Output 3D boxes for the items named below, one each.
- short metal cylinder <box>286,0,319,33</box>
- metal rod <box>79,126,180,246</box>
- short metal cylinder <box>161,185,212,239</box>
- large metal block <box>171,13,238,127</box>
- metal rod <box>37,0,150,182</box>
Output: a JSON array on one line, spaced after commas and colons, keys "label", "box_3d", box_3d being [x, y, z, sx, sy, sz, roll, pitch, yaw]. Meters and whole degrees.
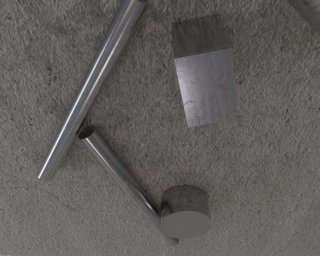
[{"label": "short metal cylinder", "box_3d": [0.151, -0.129, 0.263, 0.050, 0.080, 0.080, 32, 123, -24]}, {"label": "metal rod", "box_3d": [-0.036, 0.109, 0.499, 0.025, 0.025, 0.299, -19, 128, 15]}, {"label": "short metal cylinder", "box_3d": [0.041, 0.138, 0.509, 0.081, 0.050, 0.079, 0, 130, 0]}, {"label": "large metal block", "box_3d": [0.045, -0.060, 0.320, 0.050, 0.080, 0.080, -9, 130, 8]}, {"label": "metal rod", "box_3d": [-0.096, -0.028, 0.381, 0.025, 0.025, 0.298, 24, 126, -19]}]
